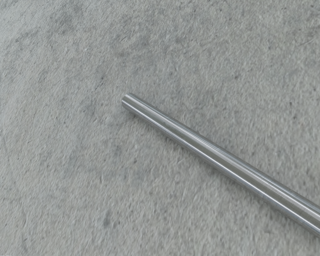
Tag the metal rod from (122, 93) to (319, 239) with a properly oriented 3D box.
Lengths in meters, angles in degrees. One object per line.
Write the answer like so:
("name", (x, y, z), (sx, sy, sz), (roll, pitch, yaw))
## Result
("metal rod", (0.054, 0.026, 0.358), (0.300, 0.025, 0.025), (33, 80, 38))
